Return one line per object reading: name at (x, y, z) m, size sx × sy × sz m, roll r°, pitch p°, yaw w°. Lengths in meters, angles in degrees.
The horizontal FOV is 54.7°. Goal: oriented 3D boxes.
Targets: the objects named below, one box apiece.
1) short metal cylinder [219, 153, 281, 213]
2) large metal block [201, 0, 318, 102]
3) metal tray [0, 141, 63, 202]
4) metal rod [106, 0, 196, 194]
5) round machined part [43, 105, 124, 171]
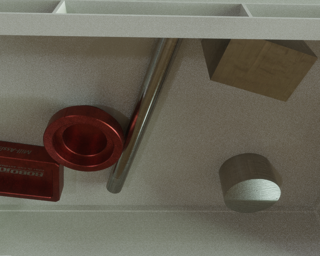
short metal cylinder at (0.133, 0.084, 0.466) m, size 0.081 × 0.050 × 0.079 m, roll 0°, pitch 130°, yaw 0°
large metal block at (0.092, -0.078, 0.308) m, size 0.081 × 0.080 × 0.050 m, roll 14°, pitch 129°, yaw -12°
metal tray at (-0.212, 0.064, 0.456) m, size 0.131 × 0.030 × 0.089 m, roll 8°, pitch 130°, yaw -8°
metal rod at (-0.024, -0.015, 0.396) m, size 0.025 × 0.025 × 0.298 m, roll 14°, pitch 129°, yaw -12°
round machined part at (-0.096, 0.009, 0.404) m, size 0.099 × 0.042 × 0.097 m, roll -1°, pitch 130°, yaw 0°
